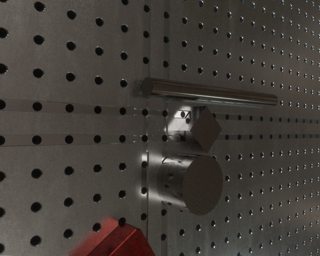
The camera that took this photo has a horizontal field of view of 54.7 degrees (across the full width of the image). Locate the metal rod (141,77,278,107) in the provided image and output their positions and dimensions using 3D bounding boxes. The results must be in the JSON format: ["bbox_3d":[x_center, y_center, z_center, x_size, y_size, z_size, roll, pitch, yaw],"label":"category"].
[{"bbox_3d":[0.099,-0.052,0.494,0.302,0.025,0.025,0,90,-40],"label":"metal rod"}]

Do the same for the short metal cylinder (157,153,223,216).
[{"bbox_3d":[0.042,0.076,0.431,0.081,0.050,0.079,0,90,-40],"label":"short metal cylinder"}]

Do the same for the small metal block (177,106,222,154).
[{"bbox_3d":[0.061,0.003,0.462,0.050,0.025,0.050,51,60,-28],"label":"small metal block"}]

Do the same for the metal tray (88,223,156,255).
[{"bbox_3d":[-0.038,0.195,0.376,0.091,0.030,0.129,-39,114,-33],"label":"metal tray"}]
